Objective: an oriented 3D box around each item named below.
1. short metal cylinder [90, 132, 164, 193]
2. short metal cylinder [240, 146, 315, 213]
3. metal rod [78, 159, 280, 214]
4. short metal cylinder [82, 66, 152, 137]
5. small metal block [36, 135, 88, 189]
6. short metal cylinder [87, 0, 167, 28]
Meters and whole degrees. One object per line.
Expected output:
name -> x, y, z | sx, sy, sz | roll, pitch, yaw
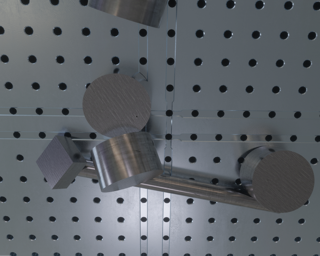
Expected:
short metal cylinder -> -0.041, 0.044, 0.391 | 0.080, 0.080, 0.050 | -22, 73, 8
short metal cylinder -> 0.154, 0.066, 0.415 | 0.081, 0.050, 0.079 | 0, 93, -3
metal rod -> 0.029, 0.084, 0.444 | 0.302, 0.025, 0.025 | 12, 110, -5
short metal cylinder -> -0.051, -0.033, 0.387 | 0.081, 0.050, 0.079 | 0, 110, 0
small metal block -> -0.132, 0.046, 0.415 | 0.050, 0.025, 0.050 | -50, 62, 15
short metal cylinder -> -0.032, -0.144, 0.331 | 0.080, 0.080, 0.050 | 16, 109, -6
